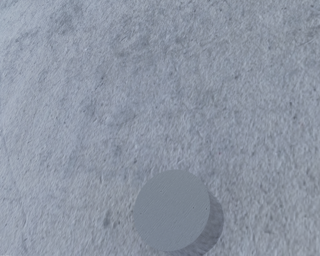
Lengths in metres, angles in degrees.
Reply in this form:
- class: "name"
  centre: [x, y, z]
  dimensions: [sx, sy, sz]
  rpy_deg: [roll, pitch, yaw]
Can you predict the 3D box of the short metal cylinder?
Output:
- class: "short metal cylinder"
  centre: [0.020, 0.089, 0.321]
  dimensions: [0.080, 0.050, 0.080]
  rpy_deg: [-13, 56, 20]
